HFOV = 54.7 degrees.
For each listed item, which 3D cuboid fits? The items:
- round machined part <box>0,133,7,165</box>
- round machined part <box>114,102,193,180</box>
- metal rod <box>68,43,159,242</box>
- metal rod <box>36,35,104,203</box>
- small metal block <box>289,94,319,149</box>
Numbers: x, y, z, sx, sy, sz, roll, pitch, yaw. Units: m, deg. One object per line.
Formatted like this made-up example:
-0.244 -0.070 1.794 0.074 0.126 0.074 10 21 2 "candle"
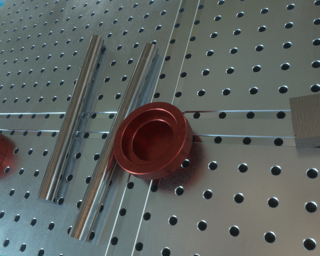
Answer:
-0.320 0.043 0.540 0.098 0.042 0.098 -13 56 21 "round machined part"
-0.005 0.019 0.388 0.098 0.042 0.098 -13 56 21 "round machined part"
-0.057 0.004 0.435 0.025 0.025 0.300 4 63 30 "metal rod"
-0.136 -0.030 0.498 0.025 0.025 0.300 -5 59 26 "metal rod"
0.167 -0.008 0.326 0.050 0.025 0.050 -8 58 24 "small metal block"
